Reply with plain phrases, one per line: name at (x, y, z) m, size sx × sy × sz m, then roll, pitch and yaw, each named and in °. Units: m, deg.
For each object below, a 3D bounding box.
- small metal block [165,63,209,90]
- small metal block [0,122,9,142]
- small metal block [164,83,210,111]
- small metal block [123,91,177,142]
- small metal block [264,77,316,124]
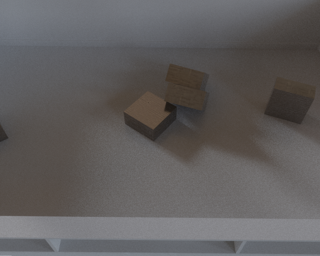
small metal block at (0.041, -0.073, 0.449) m, size 0.050 × 0.025 × 0.050 m, roll 18°, pitch 10°, yaw 14°
small metal block at (-0.234, 0.001, 0.401) m, size 0.050 × 0.025 × 0.050 m, roll -29°, pitch 56°, yaw -22°
small metal block at (0.038, -0.042, 0.423) m, size 0.050 × 0.025 × 0.050 m, roll 15°, pitch 7°, yaw 12°
small metal block at (-0.013, -0.017, 0.419) m, size 0.050 × 0.025 × 0.050 m, roll 31°, pitch 56°, yaw 23°
small metal block at (0.176, -0.037, 0.422) m, size 0.050 × 0.050 × 0.025 m, roll 18°, pitch 52°, yaw 14°
